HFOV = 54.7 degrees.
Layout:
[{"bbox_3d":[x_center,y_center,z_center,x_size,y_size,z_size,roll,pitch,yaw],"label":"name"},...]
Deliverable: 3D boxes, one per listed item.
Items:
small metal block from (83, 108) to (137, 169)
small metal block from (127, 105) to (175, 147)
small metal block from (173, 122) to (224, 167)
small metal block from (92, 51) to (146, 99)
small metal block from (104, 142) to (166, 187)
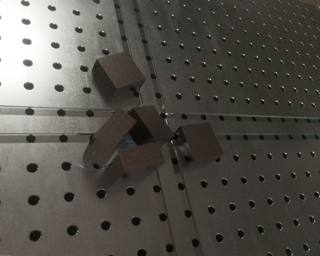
[{"bbox_3d":[-0.058,0.012,0.355,0.025,0.050,0.050,38,51,-2],"label":"small metal block"},{"bbox_3d":[-0.015,0.000,0.389,0.050,0.025,0.050,55,26,11],"label":"small metal block"},{"bbox_3d":[0.052,0.022,0.424,0.050,0.025,0.050,-8,66,-32],"label":"small metal block"},{"bbox_3d":[-0.056,-0.073,0.424,0.050,0.025,0.050,-26,76,-37],"label":"small metal block"},{"bbox_3d":[-0.030,0.042,0.352,0.050,0.050,0.025,-10,68,-33],"label":"small metal block"}]
